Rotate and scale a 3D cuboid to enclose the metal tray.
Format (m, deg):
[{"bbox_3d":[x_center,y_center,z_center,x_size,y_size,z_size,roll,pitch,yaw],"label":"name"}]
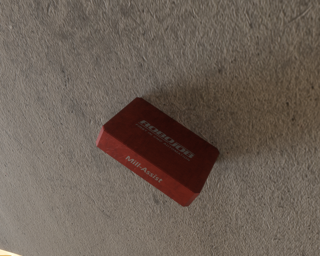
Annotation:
[{"bbox_3d":[0.001,0.024,0.380,0.130,0.090,0.030,34,129,5],"label":"metal tray"}]
